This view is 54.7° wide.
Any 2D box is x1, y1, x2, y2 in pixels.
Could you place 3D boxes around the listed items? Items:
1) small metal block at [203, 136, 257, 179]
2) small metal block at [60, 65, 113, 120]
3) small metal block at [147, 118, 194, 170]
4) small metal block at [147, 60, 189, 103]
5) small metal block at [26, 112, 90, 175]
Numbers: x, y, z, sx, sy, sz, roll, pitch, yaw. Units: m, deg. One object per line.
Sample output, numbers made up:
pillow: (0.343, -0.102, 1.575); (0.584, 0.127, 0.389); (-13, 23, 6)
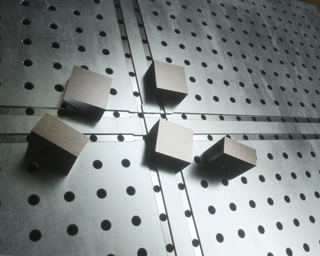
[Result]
small metal block: (0.094, 0.041, 0.419); (0.050, 0.050, 0.025); (22, 54, -15)
small metal block: (-0.091, -0.044, 0.387); (0.050, 0.025, 0.050); (18, 55, -18)
small metal block: (0.015, 0.021, 0.405); (0.050, 0.025, 0.050); (20, 54, -17)
small metal block: (0.011, -0.068, 0.457); (0.050, 0.025, 0.050); (8, 58, -24)
small metal block: (-0.107, 0.018, 0.324); (0.050, 0.050, 0.025); (32, 52, -8)
